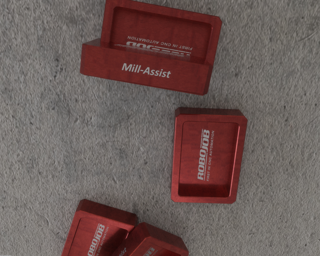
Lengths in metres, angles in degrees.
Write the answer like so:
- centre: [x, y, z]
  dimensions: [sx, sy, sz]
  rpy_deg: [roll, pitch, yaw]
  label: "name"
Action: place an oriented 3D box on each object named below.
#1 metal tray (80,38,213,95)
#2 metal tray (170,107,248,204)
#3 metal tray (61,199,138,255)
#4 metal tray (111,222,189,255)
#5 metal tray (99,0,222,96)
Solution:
- centre: [-0.014, -0.072, 0.348]
  dimensions: [0.131, 0.090, 0.030]
  rpy_deg: [9, 109, -4]
  label: "metal tray"
- centre: [0.063, 0.039, 0.421]
  dimensions: [0.091, 0.030, 0.129]
  rpy_deg: [2, 110, -1]
  label: "metal tray"
- centre: [-0.097, 0.180, 0.472]
  dimensions: [0.091, 0.030, 0.129]
  rpy_deg: [19, 109, -7]
  label: "metal tray"
- centre: [-0.031, 0.208, 0.458]
  dimensions: [0.090, 0.030, 0.130]
  rpy_deg: [35, 99, -33]
  label: "metal tray"
- centre: [-0.002, -0.093, 0.363]
  dimensions: [0.131, 0.030, 0.089]
  rpy_deg: [10, 101, -3]
  label: "metal tray"
